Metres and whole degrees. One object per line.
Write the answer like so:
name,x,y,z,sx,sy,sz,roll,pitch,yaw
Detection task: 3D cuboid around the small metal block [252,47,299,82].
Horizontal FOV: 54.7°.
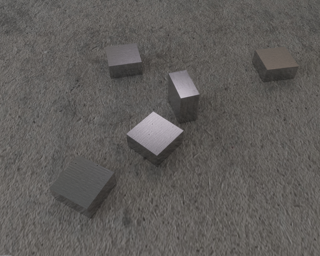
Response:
small metal block,0.181,-0.101,0.489,0.050,0.025,0.050,-7,50,-6

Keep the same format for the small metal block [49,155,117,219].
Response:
small metal block,-0.085,0.065,0.348,0.050,0.025,0.050,23,54,18

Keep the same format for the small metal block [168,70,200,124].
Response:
small metal block,0.031,-0.042,0.422,0.025,0.050,0.050,-13,51,-11

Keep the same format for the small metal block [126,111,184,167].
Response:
small metal block,-0.006,0.013,0.392,0.050,0.025,0.050,33,57,25

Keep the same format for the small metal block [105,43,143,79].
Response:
small metal block,-0.058,-0.107,0.493,0.050,0.025,0.050,-10,51,-8
